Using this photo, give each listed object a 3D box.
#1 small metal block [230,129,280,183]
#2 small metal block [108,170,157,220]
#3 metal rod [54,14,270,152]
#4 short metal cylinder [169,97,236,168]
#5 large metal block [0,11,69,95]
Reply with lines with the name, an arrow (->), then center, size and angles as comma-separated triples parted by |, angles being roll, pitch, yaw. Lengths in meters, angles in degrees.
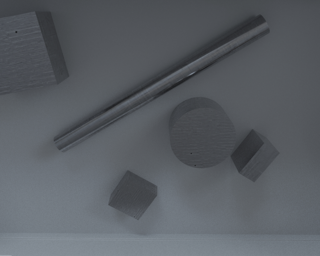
small metal block -> 0.125, 0.036, 0.413 | 0.025, 0.050, 0.050 | 32, 107, -11
small metal block -> -0.039, 0.097, 0.447 | 0.050, 0.025, 0.050 | 31, 107, -11
metal rod -> -0.005, -0.051, 0.392 | 0.300, 0.025, 0.025 | -29, 108, 10
short metal cylinder -> 0.052, 0.005, 0.401 | 0.081, 0.050, 0.079 | 0, 110, -1
large metal block -> -0.163, -0.087, 0.363 | 0.080, 0.050, 0.079 | -10, 110, 3
